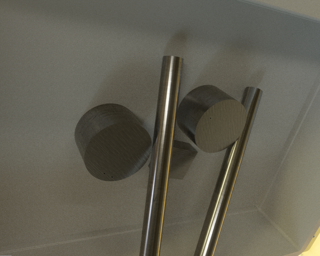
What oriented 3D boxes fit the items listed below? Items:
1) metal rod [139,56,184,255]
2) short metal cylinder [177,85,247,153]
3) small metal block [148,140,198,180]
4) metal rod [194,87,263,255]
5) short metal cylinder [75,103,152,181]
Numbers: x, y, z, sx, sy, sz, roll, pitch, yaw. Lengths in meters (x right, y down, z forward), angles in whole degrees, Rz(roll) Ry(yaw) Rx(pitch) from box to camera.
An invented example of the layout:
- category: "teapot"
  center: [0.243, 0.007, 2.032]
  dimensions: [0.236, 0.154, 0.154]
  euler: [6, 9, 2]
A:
- category: "metal rod"
  center: [-0.002, 0.064, 0.376]
  dimensions: [0.025, 0.025, 0.298]
  euler: [5, 93, -31]
- category: "short metal cylinder"
  center: [0.070, -0.013, 0.425]
  dimensions: [0.081, 0.050, 0.079]
  euler: [-14, 124, -21]
- category: "small metal block"
  center: [0.019, 0.045, 0.449]
  dimensions: [0.050, 0.025, 0.050]
  euler: [14, 111, -34]
- category: "metal rod"
  center: [0.090, 0.084, 0.435]
  dimensions: [0.025, 0.025, 0.299]
  euler: [25, 80, -37]
- category: "short metal cylinder"
  center: [-0.057, 0.017, 0.373]
  dimensions: [0.081, 0.050, 0.079]
  euler: [-14, 125, -21]
